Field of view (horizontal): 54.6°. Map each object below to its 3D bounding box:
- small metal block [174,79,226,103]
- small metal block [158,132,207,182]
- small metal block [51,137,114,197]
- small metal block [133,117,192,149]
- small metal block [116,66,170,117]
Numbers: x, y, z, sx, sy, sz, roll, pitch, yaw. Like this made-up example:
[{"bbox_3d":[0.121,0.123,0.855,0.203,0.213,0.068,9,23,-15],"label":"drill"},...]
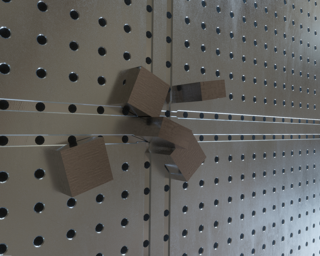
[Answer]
[{"bbox_3d":[0.057,-0.052,0.439,0.050,0.050,0.025,-12,98,-39],"label":"small metal block"},{"bbox_3d":[0.032,0.039,0.435,0.050,0.025,0.050,-47,118,-30],"label":"small metal block"},{"bbox_3d":[-0.084,0.041,0.338,0.050,0.025,0.050,-19,102,-38],"label":"small metal block"},{"bbox_3d":[0.003,0.006,0.395,0.050,0.050,0.025,25,75,-37],"label":"small metal block"},{"bbox_3d":[-0.020,-0.042,0.391,0.050,0.025,0.050,30,71,-36],"label":"small metal block"}]
